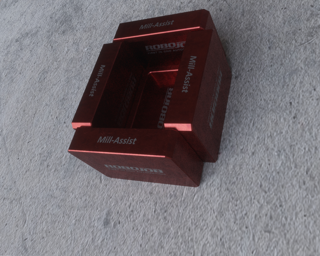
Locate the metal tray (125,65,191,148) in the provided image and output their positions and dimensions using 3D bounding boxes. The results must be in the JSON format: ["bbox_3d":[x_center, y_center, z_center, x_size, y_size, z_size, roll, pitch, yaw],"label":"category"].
[{"bbox_3d":[0.008,-0.023,0.411,0.090,0.030,0.130,1,62,28],"label":"metal tray"}]

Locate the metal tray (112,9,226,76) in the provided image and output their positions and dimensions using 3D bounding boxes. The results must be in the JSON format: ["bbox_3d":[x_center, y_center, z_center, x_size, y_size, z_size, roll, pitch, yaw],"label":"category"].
[{"bbox_3d":[0.014,-0.107,0.420,0.130,0.090,0.030,1,63,28],"label":"metal tray"}]

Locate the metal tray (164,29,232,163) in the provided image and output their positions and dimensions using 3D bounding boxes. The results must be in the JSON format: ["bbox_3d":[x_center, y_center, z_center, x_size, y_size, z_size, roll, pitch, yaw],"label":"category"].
[{"bbox_3d":[0.050,-0.036,0.358,0.030,0.090,0.130,1,62,28],"label":"metal tray"}]

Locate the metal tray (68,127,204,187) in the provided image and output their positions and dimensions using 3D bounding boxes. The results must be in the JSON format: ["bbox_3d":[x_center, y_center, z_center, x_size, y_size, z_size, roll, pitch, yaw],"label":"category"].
[{"bbox_3d":[-0.026,0.034,0.355,0.130,0.090,0.030,1,63,28],"label":"metal tray"}]

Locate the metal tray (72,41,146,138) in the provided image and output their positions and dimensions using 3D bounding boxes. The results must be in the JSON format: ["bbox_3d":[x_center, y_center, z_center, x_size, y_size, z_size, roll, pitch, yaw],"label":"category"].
[{"bbox_3d":[-0.058,-0.038,0.415,0.030,0.090,0.130,1,62,28],"label":"metal tray"}]
